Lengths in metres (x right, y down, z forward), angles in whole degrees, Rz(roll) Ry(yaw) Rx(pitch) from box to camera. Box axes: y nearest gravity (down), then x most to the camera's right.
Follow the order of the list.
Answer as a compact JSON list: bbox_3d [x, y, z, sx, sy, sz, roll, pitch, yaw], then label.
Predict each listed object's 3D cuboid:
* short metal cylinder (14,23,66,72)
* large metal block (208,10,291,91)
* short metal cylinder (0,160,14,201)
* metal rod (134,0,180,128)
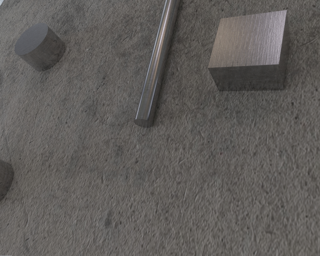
[{"bbox_3d":[-0.235,-0.158,0.608,0.080,0.050,0.080,-13,56,21],"label":"short metal cylinder"},{"bbox_3d":[0.113,-0.093,0.386,0.080,0.050,0.080,3,63,29],"label":"large metal block"},{"bbox_3d":[-0.281,0.081,0.486,0.080,0.050,0.080,-13,56,21],"label":"short metal cylinder"},{"bbox_3d":[0.005,-0.138,0.485,0.025,0.025,0.300,-2,60,27],"label":"metal rod"}]
